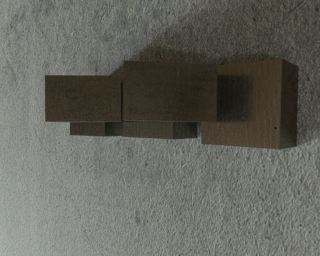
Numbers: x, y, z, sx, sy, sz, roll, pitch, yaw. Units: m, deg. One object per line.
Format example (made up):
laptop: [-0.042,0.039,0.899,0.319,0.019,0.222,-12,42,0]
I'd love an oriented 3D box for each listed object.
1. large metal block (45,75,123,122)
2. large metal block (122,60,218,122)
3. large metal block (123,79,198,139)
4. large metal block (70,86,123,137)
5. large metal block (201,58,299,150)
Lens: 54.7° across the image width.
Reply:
large metal block: [-0.086,-0.032,0.374,0.081,0.080,0.050,-1,90,-6]
large metal block: [0.005,-0.031,0.302,0.080,0.081,0.050,-172,84,-84]
large metal block: [0.000,-0.028,0.389,0.080,0.050,0.079,1,91,39]
large metal block: [-0.089,-0.029,0.461,0.080,0.050,0.079,1,90,39]
large metal block: [0.091,-0.022,0.315,0.080,0.050,0.079,2,91,39]
